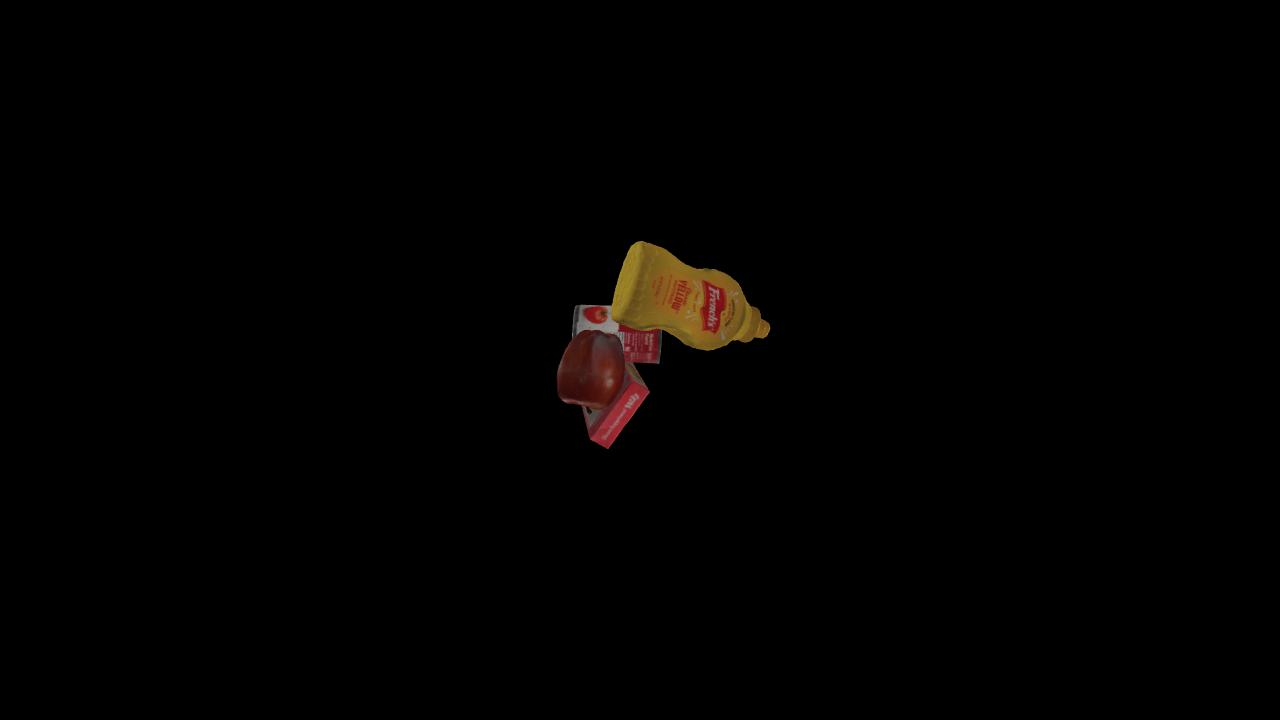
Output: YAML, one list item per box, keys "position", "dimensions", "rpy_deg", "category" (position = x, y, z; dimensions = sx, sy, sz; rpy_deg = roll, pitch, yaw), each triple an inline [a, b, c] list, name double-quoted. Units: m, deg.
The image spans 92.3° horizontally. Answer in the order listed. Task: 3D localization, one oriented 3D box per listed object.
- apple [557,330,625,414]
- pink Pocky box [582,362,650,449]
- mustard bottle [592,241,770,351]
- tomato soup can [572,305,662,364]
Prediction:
- position: [-0.053, 0.014, 0.687]
  dimensions: [0.079, 0.093, 0.079]
  rpy_deg: [10, -3, 1]
  category: "apple"
- position: [-0.035, 0.042, 0.753]
  dimensions: [0.029, 0.084, 0.155]
  rpy_deg: [34, 7, -16]
  category: "pink Pocky box"
- position: [0.065, -0.058, 0.673]
  dimensions: [0.184, 0.092, 0.054]
  rpy_deg: [17, -11, -22]
  category: "mustard bottle"
- position: [-0.027, -0.030, 0.721]
  dimensions: [0.101, 0.068, 0.068]
  rpy_deg: [2, 0, -1]
  category: "tomato soup can"
